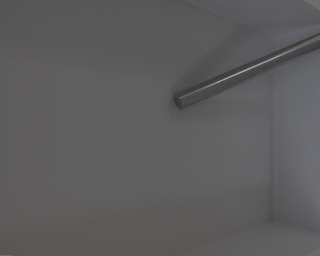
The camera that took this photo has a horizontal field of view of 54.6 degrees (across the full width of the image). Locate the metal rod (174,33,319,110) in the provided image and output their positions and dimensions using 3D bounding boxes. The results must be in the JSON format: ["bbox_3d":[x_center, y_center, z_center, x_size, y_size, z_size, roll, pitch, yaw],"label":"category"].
[{"bbox_3d":[0.158,-0.096,0.467,0.302,0.025,0.025,-24,107,-15],"label":"metal rod"}]
